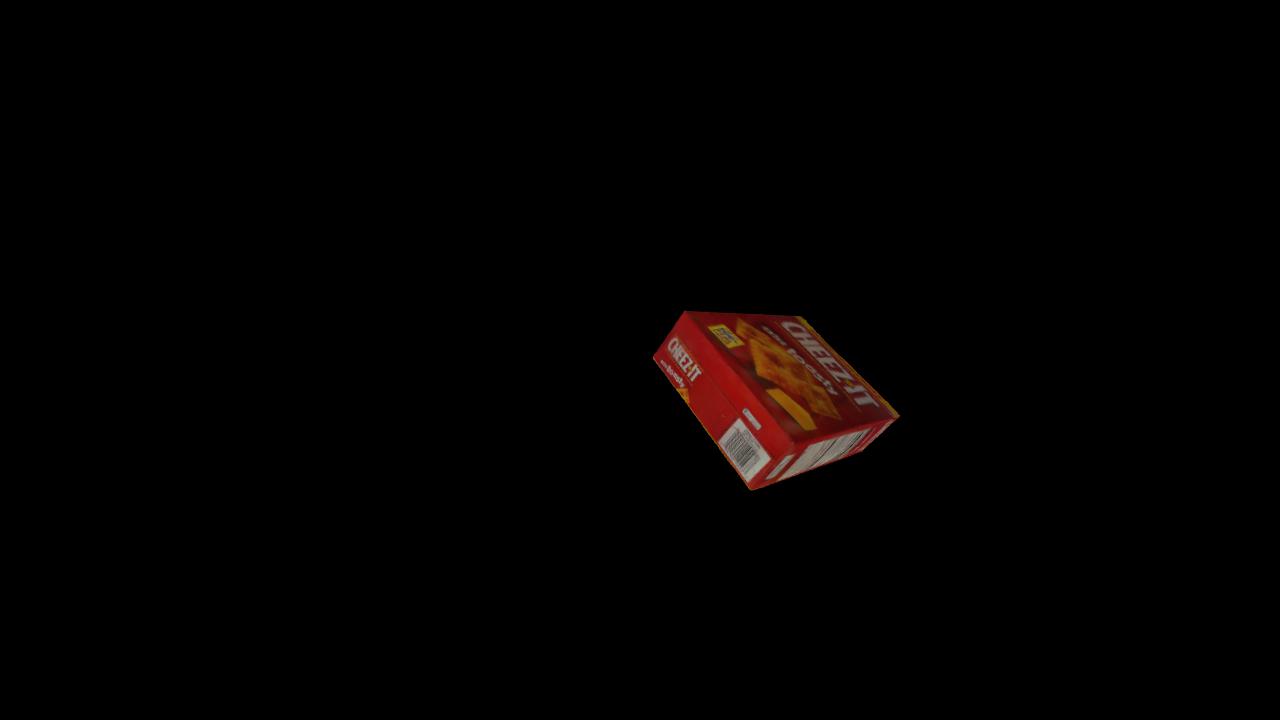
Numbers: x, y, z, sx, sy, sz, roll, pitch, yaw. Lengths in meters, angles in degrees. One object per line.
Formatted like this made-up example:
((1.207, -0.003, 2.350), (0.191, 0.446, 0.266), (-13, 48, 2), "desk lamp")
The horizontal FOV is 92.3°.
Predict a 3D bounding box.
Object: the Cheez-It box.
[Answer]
((0.143, 0.029, 0.626), (0.223, 0.166, 0.071), (-2, -43, -46), "Cheez-It box")
